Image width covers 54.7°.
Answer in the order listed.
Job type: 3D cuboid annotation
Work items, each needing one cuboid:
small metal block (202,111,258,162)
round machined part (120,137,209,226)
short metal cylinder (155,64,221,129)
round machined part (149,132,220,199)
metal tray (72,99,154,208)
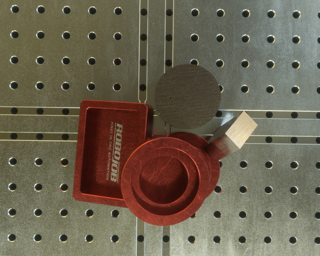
[{"bbox_3d":[0.088,0.011,0.392,0.025,0.050,0.050,47,55,0],"label":"small metal block"},{"bbox_3d":[0.003,0.058,0.357,0.099,0.042,0.097,0,92,-11],"label":"round machined part"},{"bbox_3d":[0.034,-0.038,0.401,0.081,0.050,0.079,0,90,-1],"label":"short metal cylinder"},{"bbox_3d":[0.030,0.054,0.404,0.099,0.042,0.097,0,90,-1],"label":"round machined part"},{"bbox_3d":[-0.060,0.031,0.399,0.090,0.030,0.129,5,90,14],"label":"metal tray"}]
